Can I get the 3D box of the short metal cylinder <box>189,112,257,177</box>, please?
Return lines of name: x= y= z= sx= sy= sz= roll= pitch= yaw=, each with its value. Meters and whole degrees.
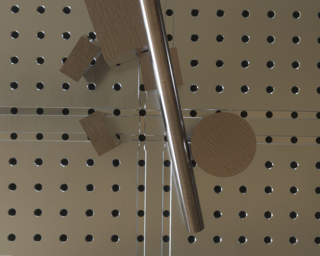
short metal cylinder: x=0.077 y=0.020 z=0.402 sx=0.081 sy=0.050 sz=0.079 roll=0 pitch=90 yaw=-1

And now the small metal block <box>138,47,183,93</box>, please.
small metal block: x=0.001 y=-0.076 z=0.413 sx=0.050 sy=0.025 sz=0.050 roll=-10 pitch=90 yaw=-1

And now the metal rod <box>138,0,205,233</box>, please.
metal rod: x=0.017 y=-0.009 z=0.383 sx=0.025 sy=0.025 sz=0.298 roll=-12 pitch=102 yaw=0

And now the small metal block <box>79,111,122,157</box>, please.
small metal block: x=-0.075 y=0.007 z=0.400 sx=0.025 sy=0.050 sz=0.050 roll=-29 pitch=90 yaw=0

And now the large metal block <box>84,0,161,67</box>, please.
large metal block: x=-0.042 y=-0.134 z=0.400 sx=0.080 sy=0.050 sz=0.080 roll=-19 pitch=90 yaw=-1

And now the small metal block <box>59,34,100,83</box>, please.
small metal block: x=-0.099 y=-0.090 z=0.393 sx=0.025 sy=0.050 sz=0.050 roll=33 pitch=102 yaw=-16
